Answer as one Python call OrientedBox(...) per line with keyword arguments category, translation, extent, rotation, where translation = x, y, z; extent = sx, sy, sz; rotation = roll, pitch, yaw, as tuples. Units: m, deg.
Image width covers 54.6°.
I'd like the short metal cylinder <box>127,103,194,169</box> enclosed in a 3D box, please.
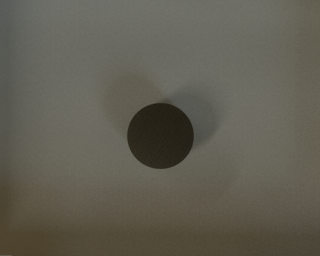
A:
OrientedBox(category="short metal cylinder", translation=(0.001, 0.010, 0.399), extent=(0.080, 0.050, 0.080), rotation=(0, 90, 0))
